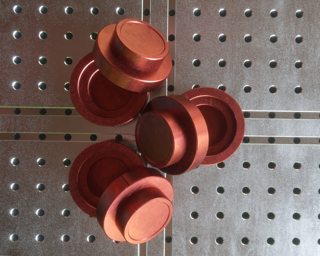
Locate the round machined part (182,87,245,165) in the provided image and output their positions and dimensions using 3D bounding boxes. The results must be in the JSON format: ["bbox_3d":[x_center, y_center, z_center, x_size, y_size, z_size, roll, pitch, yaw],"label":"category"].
[{"bbox_3d":[0.057,-0.003,0.405,0.099,0.042,0.097,0,90,0],"label":"round machined part"}]

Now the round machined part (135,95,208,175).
[{"bbox_3d":[0.007,0.010,0.375,0.042,0.098,0.098,-14,90,-42],"label":"round machined part"}]

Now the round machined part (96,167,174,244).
[{"bbox_3d":[-0.023,0.100,0.376,0.099,0.042,0.097,-20,128,-27],"label":"round machined part"}]

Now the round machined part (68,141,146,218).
[{"bbox_3d":[-0.064,0.065,0.404,0.099,0.042,0.097,0,90,0],"label":"round machined part"}]

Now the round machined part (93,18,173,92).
[{"bbox_3d":[-0.028,-0.094,0.377,0.099,0.042,0.098,16,49,-20],"label":"round machined part"}]

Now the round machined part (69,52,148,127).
[{"bbox_3d":[-0.063,-0.050,0.403,0.099,0.042,0.097,0,90,0],"label":"round machined part"}]
